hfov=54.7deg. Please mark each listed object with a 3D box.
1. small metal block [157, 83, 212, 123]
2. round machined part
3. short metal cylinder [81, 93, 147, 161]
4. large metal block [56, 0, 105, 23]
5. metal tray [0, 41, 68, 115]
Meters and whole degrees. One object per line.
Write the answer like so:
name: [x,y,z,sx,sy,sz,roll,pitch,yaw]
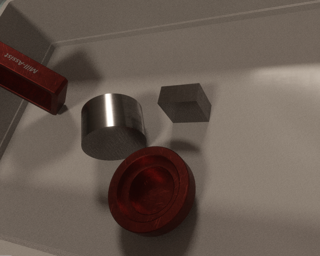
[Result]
small metal block: [0.032,-0.030,0.390,0.050,0.050,0.025,-2,61,27]
round machined part: [-0.006,0.073,0.352,0.098,0.042,0.098,-13,56,20]
short metal cylinder: [-0.060,0.001,0.400,0.080,0.080,0.050,-21,54,15]
large metal block: [-0.166,-0.280,0.648,0.080,0.050,0.080,-21,54,15]
metal tray: [-0.210,-0.077,0.475,0.131,0.090,0.030,29,64,-8]
